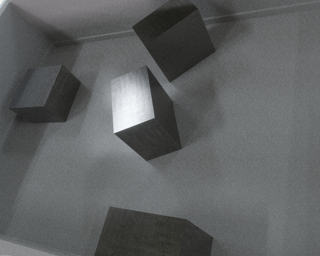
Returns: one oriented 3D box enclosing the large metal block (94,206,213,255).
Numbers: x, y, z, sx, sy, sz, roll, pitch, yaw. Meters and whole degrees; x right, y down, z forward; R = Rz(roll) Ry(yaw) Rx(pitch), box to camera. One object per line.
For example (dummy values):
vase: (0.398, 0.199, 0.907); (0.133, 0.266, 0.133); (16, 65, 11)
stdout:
large metal block: (-0.002, 0.117, 0.299); (0.080, 0.080, 0.050); (1, 62, 28)

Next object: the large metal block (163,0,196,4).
large metal block: (0.033, -0.255, 0.530); (0.080, 0.050, 0.080); (-26, 53, 11)

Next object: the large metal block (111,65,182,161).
large metal block: (-0.017, -0.016, 0.388); (0.050, 0.080, 0.080); (-21, 54, 16)

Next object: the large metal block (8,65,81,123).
large metal block: (-0.192, -0.056, 0.522); (0.080, 0.050, 0.080); (0, 61, 27)

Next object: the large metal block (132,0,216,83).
large metal block: (0.021, -0.124, 0.434); (0.080, 0.080, 0.050); (-34, 52, 5)
